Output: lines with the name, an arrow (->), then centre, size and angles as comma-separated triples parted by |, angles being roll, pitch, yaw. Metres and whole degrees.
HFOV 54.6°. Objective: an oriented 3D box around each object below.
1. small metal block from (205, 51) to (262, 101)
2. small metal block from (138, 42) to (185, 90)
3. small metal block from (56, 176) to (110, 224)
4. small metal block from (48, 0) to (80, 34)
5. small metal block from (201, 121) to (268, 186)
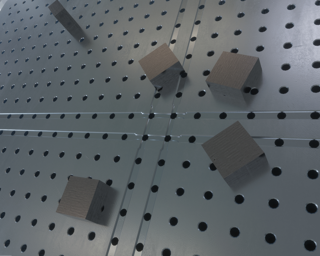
small metal block -> 0.095, -0.068, 0.401 | 0.050, 0.025, 0.050 | 22, 73, 36
small metal block -> 0.002, -0.093, 0.465 | 0.050, 0.025, 0.050 | -33, 51, 6
small metal block -> -0.100, 0.093, 0.405 | 0.050, 0.025, 0.050 | 2, 63, 29
small metal block -> -0.197, -0.229, 0.638 | 0.025, 0.050, 0.050 | -40, 51, 2
small metal block -> 0.083, 0.028, 0.348 | 0.050, 0.025, 0.050 | -34, 51, 6
